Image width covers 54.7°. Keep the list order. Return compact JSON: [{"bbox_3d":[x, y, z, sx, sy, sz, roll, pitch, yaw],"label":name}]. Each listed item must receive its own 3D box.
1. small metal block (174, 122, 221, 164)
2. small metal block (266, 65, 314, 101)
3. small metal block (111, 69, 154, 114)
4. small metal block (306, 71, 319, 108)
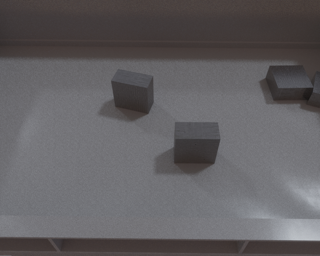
[{"bbox_3d":[0.043,0.019,0.373,0.050,0.050,0.025,0,50,0],"label":"small metal block"},{"bbox_3d":[0.192,-0.068,0.463,0.050,0.025,0.050,-1,50,-1],"label":"small metal block"},{"bbox_3d":[-0.037,-0.050,0.431,0.050,0.050,0.025,13,51,10],"label":"small metal block"},{"bbox_3d":[0.246,-0.052,0.450,0.050,0.025,0.050,18,52,14],"label":"small metal block"}]
